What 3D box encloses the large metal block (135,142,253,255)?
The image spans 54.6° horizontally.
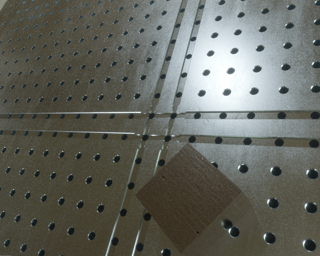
[{"bbox_3d":[0.035,0.076,0.328,0.080,0.050,0.080,-45,51,-3],"label":"large metal block"}]
